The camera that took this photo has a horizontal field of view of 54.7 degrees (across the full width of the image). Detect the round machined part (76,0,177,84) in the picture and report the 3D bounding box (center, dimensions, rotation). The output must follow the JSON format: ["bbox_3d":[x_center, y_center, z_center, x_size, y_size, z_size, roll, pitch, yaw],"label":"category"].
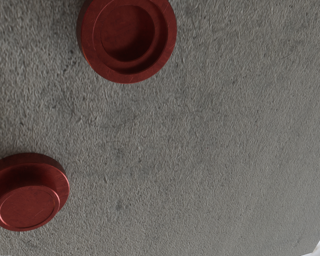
[{"bbox_3d":[-0.036,-0.098,0.316,0.099,0.042,0.097,-14,124,-21],"label":"round machined part"}]

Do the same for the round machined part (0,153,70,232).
[{"bbox_3d":[-0.156,0.081,0.361,0.099,0.042,0.097,-14,124,-21],"label":"round machined part"}]
